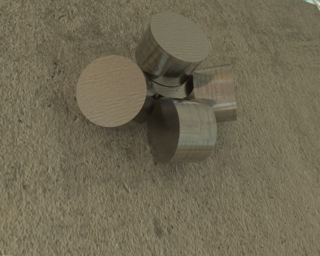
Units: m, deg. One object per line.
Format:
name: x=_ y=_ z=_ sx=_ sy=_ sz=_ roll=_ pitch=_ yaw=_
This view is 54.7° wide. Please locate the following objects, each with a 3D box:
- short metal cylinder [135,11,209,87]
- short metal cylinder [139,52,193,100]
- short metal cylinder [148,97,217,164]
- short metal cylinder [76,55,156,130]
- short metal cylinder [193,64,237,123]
short metal cylinder: x=0.015 y=-0.100 z=0.395 sx=0.081 sy=0.050 sz=0.080 roll=14 pitch=56 yaw=-21
short metal cylinder: x=0.000 y=-0.060 z=0.428 sx=0.081 sy=0.050 sz=0.080 roll=14 pitch=56 yaw=-21
short metal cylinder: x=0.025 y=0.003 z=0.382 sx=0.050 sy=0.080 sz=0.080 roll=2 pitch=61 yaw=-28
short metal cylinder: x=-0.049 y=-0.039 z=0.362 sx=0.080 sy=0.050 sz=0.080 roll=-1 pitch=85 yaw=10
short metal cylinder: x=0.078 y=-0.047 z=0.435 sx=0.050 sy=0.080 sz=0.080 roll=-7 pitch=58 yaw=12
